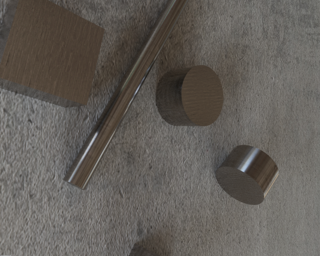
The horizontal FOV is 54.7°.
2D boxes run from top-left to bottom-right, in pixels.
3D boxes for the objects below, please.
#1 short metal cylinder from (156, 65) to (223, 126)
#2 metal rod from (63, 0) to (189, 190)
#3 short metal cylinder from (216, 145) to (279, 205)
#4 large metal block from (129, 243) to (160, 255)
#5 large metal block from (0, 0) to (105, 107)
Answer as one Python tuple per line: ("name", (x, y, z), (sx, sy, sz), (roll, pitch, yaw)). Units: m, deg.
("short metal cylinder", (0.041, -0.042, 0.423), (0.081, 0.050, 0.080), (0, 90, -40))
("metal rod", (-0.029, -0.066, 0.380), (0.025, 0.025, 0.300), (40, 66, -33))
("short metal cylinder", (0.135, 0.073, 0.482), (0.050, 0.080, 0.080), (-45, 117, -30))
("large metal block", (-0.009, 0.203, 0.381), (0.080, 0.050, 0.080), (44, 64, -31))
("large metal block", (-0.109, -0.070, 0.297), (0.080, 0.050, 0.080), (18, 79, -39))
